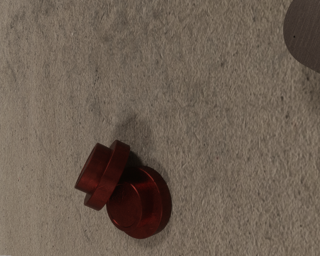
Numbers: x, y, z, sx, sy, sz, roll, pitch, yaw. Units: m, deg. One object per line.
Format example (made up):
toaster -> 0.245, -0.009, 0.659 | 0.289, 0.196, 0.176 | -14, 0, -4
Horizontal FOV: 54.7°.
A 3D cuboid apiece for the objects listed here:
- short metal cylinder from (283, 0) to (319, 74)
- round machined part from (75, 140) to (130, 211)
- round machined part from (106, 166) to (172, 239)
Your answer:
short metal cylinder -> 0.153, -0.085, 0.262 | 0.080, 0.050, 0.079 | 0, 90, 39
round machined part -> -0.082, 0.059, 0.423 | 0.097, 0.042, 0.098 | -57, 13, 22
round machined part -> -0.036, 0.102, 0.421 | 0.098, 0.042, 0.097 | 0, 90, 39
